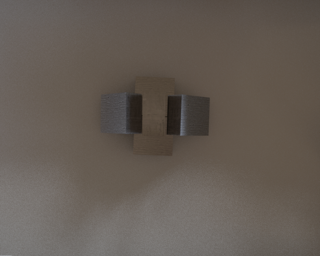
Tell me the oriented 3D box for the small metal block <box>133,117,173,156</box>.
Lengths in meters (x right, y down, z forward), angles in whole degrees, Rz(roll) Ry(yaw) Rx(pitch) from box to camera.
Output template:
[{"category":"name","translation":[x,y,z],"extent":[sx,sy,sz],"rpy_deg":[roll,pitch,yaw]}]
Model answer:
[{"category":"small metal block","translation":[-0.008,0.010,0.409],"extent":[0.050,0.025,0.050],"rpy_deg":[3,90,0]}]

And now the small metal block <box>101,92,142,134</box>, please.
[{"category":"small metal block","translation":[-0.050,-0.018,0.395],"extent":[0.050,0.025,0.050],"rpy_deg":[1,90,43]}]

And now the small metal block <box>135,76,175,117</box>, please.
[{"category":"small metal block","translation":[-0.007,-0.040,0.409],"extent":[0.050,0.025,0.050],"rpy_deg":[3,90,-1]}]

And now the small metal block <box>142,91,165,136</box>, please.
[{"category":"small metal block","translation":[-0.007,-0.016,0.371],"extent":[0.025,0.050,0.050],"rpy_deg":[1,90,-1]}]

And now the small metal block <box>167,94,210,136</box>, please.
[{"category":"small metal block","translation":[0.037,-0.016,0.398],"extent":[0.050,0.025,0.050],"rpy_deg":[1,91,-39]}]
